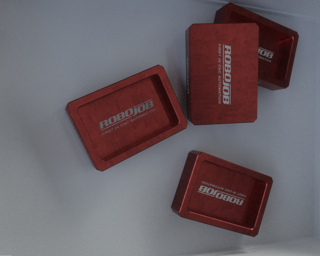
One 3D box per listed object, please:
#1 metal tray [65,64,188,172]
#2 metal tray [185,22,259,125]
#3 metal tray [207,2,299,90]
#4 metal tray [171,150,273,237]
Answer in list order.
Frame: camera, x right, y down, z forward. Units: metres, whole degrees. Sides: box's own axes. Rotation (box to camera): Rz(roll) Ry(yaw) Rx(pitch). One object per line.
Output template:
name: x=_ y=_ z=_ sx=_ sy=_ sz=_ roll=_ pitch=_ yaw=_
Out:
metal tray: x=-0.040 y=-0.014 z=0.392 sx=0.131 sy=0.030 sz=0.090 roll=-27 pitch=99 yaw=-18
metal tray: x=0.082 y=-0.071 z=0.416 sx=0.091 sy=0.030 sz=0.129 roll=-3 pitch=100 yaw=-5
metal tray: x=0.137 y=-0.116 z=0.457 sx=0.131 sy=0.030 sz=0.090 roll=15 pitch=85 yaw=-20
metal tray: x=0.091 y=0.094 z=0.441 sx=0.131 sy=0.030 sz=0.090 roll=21 pitch=83 yaw=-19
